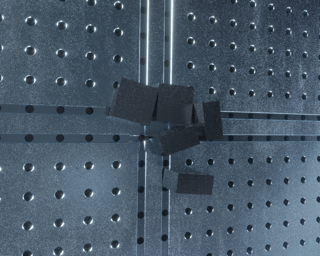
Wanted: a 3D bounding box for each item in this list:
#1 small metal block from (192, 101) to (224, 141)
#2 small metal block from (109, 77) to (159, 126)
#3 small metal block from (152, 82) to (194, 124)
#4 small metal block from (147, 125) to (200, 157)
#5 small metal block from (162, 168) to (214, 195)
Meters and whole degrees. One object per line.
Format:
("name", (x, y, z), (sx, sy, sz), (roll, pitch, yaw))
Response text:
("small metal block", (0.060, -0.009, 0.423), (0.025, 0.050, 0.050), (-8, 93, -20))
("small metal block", (-0.034, -0.033, 0.401), (0.050, 0.025, 0.050), (15, 85, -20))
("small metal block", (0.016, -0.032, 0.420), (0.050, 0.025, 0.050), (6, 88, -21))
("small metal block", (0.016, 0.015, 0.407), (0.050, 0.050, 0.025), (-18, 97, -19))
("small metal block", (0.036, 0.071, 0.414), (0.050, 0.050, 0.025), (7, 88, -20))
